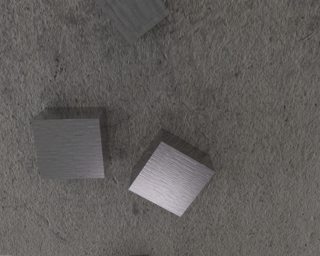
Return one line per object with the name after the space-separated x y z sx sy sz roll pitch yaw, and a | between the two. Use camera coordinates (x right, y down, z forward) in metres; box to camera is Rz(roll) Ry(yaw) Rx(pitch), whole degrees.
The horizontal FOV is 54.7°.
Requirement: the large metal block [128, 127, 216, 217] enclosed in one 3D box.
0.015 0.059 0.418 0.080 0.050 0.080 30 107 -11 | large metal block

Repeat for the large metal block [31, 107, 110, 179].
-0.111 0.018 0.402 0.081 0.050 0.079 -1 110 0 | large metal block

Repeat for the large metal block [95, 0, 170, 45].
-0.034 -0.140 0.328 0.050 0.080 0.080 -36 107 12 | large metal block
